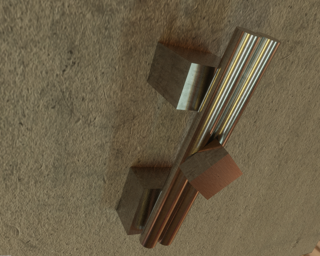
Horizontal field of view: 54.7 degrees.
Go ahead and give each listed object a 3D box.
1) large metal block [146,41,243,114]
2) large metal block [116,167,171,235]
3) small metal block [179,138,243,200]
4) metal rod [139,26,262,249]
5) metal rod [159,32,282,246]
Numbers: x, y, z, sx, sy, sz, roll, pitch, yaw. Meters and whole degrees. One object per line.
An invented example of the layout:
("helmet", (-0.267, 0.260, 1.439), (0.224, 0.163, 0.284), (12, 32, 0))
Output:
("large metal block", (0.042, -0.058, 0.360), (0.081, 0.080, 0.050), (3, 117, -30))
("large metal block", (-0.009, 0.104, 0.451), (0.081, 0.050, 0.079), (5, 116, -31))
("small metal block", (0.057, 0.047, 0.342), (0.050, 0.025, 0.050), (-38, 135, 4))
("metal rod", (0.032, 0.034, 0.352), (0.025, 0.025, 0.298), (3, 124, -30))
("metal rod", (0.055, 0.035, 0.365), (0.025, 0.025, 0.298), (3, 124, -30))
